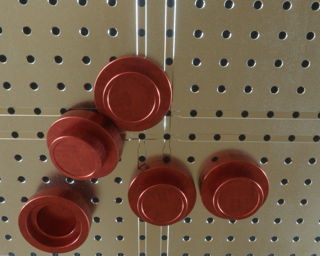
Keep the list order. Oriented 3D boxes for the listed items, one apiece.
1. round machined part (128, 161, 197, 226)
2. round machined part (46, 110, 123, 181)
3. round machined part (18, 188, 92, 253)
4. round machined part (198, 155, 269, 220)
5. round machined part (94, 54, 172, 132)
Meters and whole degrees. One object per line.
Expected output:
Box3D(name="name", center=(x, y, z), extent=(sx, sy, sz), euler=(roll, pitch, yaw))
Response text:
Box3D(name="round machined part", center=(0.003, 0.099, 0.441), extent=(0.099, 0.042, 0.097), euler=(0, 110, -1))
Box3D(name="round machined part", center=(-0.101, 0.029, 0.400), extent=(0.098, 0.042, 0.097), euler=(6, 122, 10))
Box3D(name="round machined part", center=(-0.148, 0.129, 0.450), extent=(0.099, 0.042, 0.097), euler=(0, 110, -1))
Box3D(name="round machined part", center=(0.106, 0.090, 0.439), extent=(0.099, 0.042, 0.097), euler=(0, 110, -1))
Box3D(name="round machined part", center=(-0.034, -0.040, 0.389), extent=(0.099, 0.042, 0.097), euler=(0, 110, -1))
